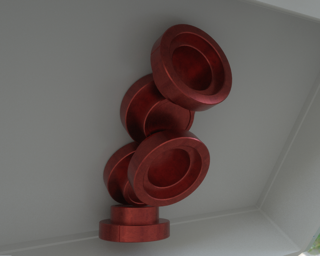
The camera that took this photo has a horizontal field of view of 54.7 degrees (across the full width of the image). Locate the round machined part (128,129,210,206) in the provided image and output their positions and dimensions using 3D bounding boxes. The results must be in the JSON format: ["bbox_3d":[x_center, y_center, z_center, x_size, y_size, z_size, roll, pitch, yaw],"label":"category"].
[{"bbox_3d":[0.007,0.043,0.372,0.099,0.042,0.097,-14,125,-21],"label":"round machined part"}]

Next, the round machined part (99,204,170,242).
[{"bbox_3d":[-0.035,0.130,0.435,0.099,0.098,0.042,6,78,-32],"label":"round machined part"}]

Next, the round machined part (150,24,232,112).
[{"bbox_3d":[0.031,-0.064,0.351,0.099,0.098,0.042,7,157,-32],"label":"round machined part"}]

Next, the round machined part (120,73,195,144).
[{"bbox_3d":[0.004,-0.017,0.388,0.099,0.042,0.097,-14,125,-21],"label":"round machined part"}]

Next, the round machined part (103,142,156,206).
[{"bbox_3d":[-0.024,0.069,0.426,0.099,0.042,0.097,-14,125,-21],"label":"round machined part"}]
